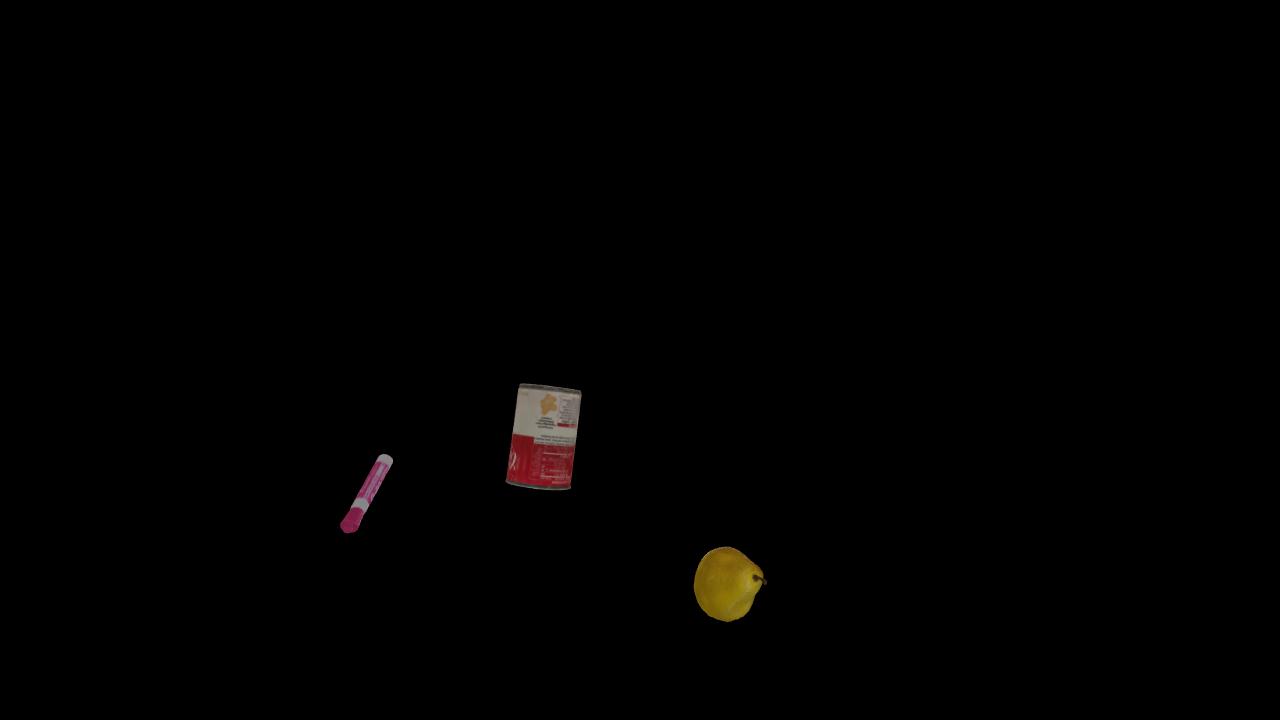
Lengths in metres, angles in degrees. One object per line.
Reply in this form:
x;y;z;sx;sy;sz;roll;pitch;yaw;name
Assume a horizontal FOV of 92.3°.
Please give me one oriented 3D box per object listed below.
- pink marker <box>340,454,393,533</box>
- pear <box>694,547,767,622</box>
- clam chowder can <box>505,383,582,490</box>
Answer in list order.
-0.316;0.154;0.713;0.020;0.020;0.121;0;30;-1;pink marker
0.107;0.242;0.684;0.080;0.080;0.111;0;-33;-29;pear
-0.098;0.078;0.636;0.068;0.102;0.068;7;-5;1;clam chowder can
